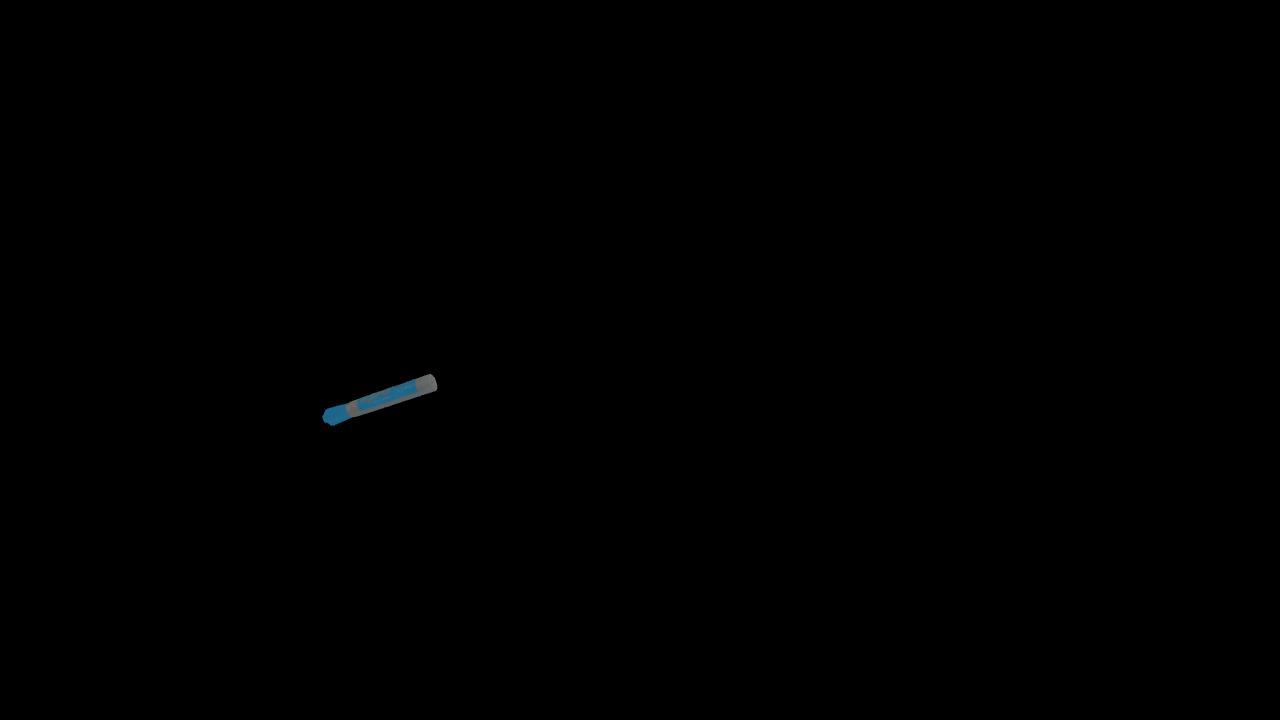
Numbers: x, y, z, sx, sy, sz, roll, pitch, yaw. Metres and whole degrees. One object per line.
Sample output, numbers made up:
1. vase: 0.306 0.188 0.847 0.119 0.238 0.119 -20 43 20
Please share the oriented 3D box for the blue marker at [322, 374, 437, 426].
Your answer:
1. blue marker: -0.271 0.042 0.638 0.121 0.020 0.020 -18 0 1
